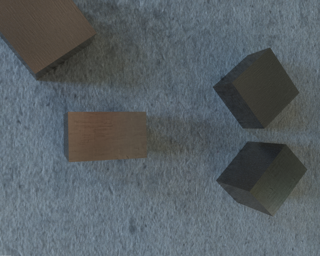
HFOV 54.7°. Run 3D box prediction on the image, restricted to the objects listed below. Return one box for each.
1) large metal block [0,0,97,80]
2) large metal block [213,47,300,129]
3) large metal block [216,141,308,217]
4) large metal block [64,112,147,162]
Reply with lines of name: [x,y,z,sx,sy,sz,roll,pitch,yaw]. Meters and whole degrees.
large metal block: [-0.132,-0.112,0.347,0.080,0.050,0.080,-40,103,-16]
large metal block: [0.139,-0.055,0.449,0.080,0.050,0.080,-42,104,-15]
large metal block: [0.139,0.066,0.433,0.050,0.080,0.080,46,76,-15]
large metal block: [-0.066,0.008,0.356,0.081,0.080,0.050,-1,91,-20]
